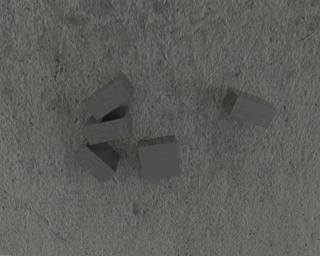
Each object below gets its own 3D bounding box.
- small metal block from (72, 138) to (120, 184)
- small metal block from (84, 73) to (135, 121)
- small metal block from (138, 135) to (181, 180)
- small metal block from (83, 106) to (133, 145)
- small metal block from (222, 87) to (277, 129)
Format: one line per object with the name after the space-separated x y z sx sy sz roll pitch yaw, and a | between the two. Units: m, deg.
-0.082 0.038 0.410 0.025 0.050 0.050 -42 105 14 | small metal block
-0.060 -0.040 0.381 0.050 0.050 0.025 -32 107 11 | small metal block
0.000 0.040 0.425 0.050 0.025 0.050 -9 110 3 | small metal block
-0.064 -0.004 0.394 0.050 0.050 0.025 -12 110 4 | small metal block
0.110 -0.026 0.388 0.050 0.050 0.025 18 109 -7 | small metal block
